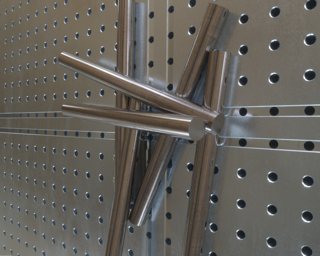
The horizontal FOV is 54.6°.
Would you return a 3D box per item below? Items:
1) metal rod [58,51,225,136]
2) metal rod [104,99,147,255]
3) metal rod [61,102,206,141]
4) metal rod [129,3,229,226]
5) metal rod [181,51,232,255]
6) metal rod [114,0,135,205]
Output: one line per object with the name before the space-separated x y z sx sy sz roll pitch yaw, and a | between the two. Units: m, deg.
metal rod | -0.047 -0.058 0.414 0.300 0.025 0.025 27 107 37
metal rod | -0.051 0.091 0.430 0.025 0.025 0.299 9 89 40
metal rod | -0.060 -0.016 0.423 0.300 0.025 0.025 10 96 49
metal rod | 0.017 -0.004 0.395 0.025 0.025 0.298 32 110 35
metal rod | 0.050 0.061 0.368 0.025 0.025 0.298 12 98 39
metal rod | -0.052 -0.037 0.453 0.025 0.025 0.298 2 92 40
